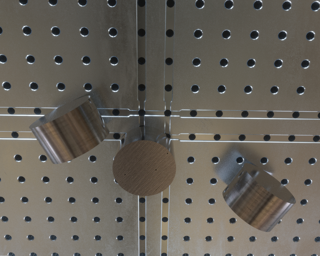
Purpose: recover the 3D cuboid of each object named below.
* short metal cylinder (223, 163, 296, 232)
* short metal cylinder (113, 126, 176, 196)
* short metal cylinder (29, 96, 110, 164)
[{"bbox_3d":[0.133,0.092,0.420,0.080,0.080,0.050,29,107,-11],"label":"short metal cylinder"},{"bbox_3d":[-0.020,0.044,0.416,0.081,0.050,0.079,0,110,-1],"label":"short metal cylinder"},{"bbox_3d":[-0.110,0.001,0.383,0.080,0.080,0.050,-23,109,8],"label":"short metal cylinder"}]
